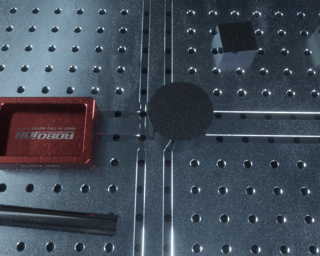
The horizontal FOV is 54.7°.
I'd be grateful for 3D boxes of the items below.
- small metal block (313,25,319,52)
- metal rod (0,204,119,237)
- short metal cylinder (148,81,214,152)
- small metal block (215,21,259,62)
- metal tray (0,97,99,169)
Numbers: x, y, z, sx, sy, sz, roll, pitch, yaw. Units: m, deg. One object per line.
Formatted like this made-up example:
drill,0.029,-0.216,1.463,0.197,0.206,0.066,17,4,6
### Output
small metal block,0.267,-0.131,0.463,0.050,0.025,0.050,-7,70,-3
metal rod,-0.200,0.103,0.371,0.302,0.025,0.025,5,70,1
short metal cylinder,0.026,-0.013,0.404,0.081,0.050,0.080,0,70,0
small metal block,0.112,-0.128,0.460,0.050,0.025,0.050,-6,70,-3
metal tray,-0.151,0.006,0.404,0.131,0.030,0.090,0,70,-1
